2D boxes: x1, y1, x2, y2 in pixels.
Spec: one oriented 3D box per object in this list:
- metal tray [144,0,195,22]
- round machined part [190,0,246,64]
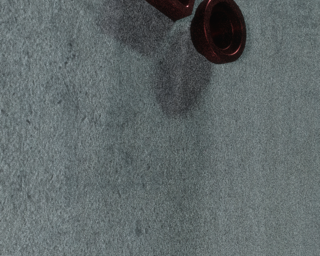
[{"bbox_3d":[0.015,-0.224,0.415,0.090,0.030,0.129,23,76,-38],"label":"metal tray"},{"bbox_3d":[0.084,-0.145,0.466,0.099,0.042,0.097,0,90,-40],"label":"round machined part"}]
